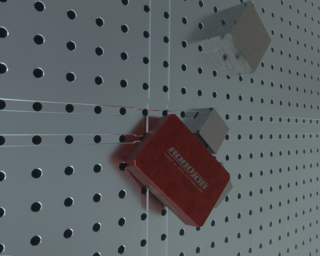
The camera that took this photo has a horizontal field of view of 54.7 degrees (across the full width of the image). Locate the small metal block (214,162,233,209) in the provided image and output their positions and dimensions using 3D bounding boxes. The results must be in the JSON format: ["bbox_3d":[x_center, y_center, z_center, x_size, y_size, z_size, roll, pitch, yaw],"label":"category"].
[{"bbox_3d":[0.082,0.087,0.481,0.050,0.025,0.050,-40,115,-33],"label":"small metal block"}]

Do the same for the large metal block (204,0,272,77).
[{"bbox_3d":[0.128,-0.143,0.503,0.080,0.050,0.080,48,61,-30],"label":"large metal block"}]

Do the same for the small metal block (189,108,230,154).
[{"bbox_3d":[0.075,0.004,0.474,0.050,0.025,0.050,48,61,-30],"label":"small metal block"}]

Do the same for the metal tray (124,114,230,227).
[{"bbox_3d":[0.027,0.057,0.414,0.130,0.030,0.090,47,61,-16],"label":"metal tray"}]
